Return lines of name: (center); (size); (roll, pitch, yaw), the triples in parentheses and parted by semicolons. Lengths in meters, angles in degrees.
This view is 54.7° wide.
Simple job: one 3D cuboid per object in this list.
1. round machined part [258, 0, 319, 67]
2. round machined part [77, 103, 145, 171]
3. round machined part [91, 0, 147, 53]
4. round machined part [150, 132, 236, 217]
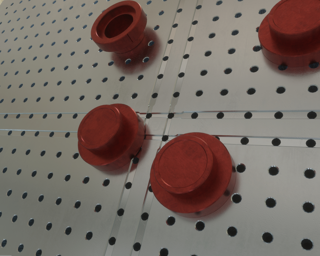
round machined part: (0.173, -0.128, 0.385); (0.098, 0.042, 0.098); (-13, 56, 20)
round machined part: (-0.074, 0.007, 0.431); (0.098, 0.042, 0.098); (-13, 56, 20)
round machined part: (-0.066, -0.168, 0.533); (0.098, 0.042, 0.098); (-13, 56, 20)
round machined part: (0.032, 0.047, 0.351); (0.098, 0.042, 0.098); (-13, 56, 20)
